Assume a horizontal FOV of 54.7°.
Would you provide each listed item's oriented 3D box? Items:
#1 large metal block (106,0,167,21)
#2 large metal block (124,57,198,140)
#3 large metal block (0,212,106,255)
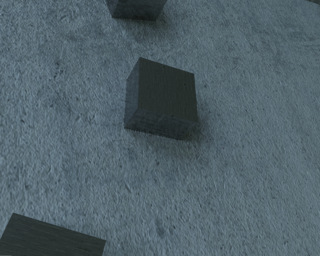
[{"bbox_3d":[-0.044,-0.224,0.500,0.081,0.050,0.080,-7,66,-31],"label":"large metal block"},{"bbox_3d":[0.000,-0.037,0.410,0.081,0.050,0.080,13,56,-21],"label":"large metal block"},{"bbox_3d":[-0.100,0.127,0.256,0.080,0.050,0.080,23,53,-15],"label":"large metal block"}]
